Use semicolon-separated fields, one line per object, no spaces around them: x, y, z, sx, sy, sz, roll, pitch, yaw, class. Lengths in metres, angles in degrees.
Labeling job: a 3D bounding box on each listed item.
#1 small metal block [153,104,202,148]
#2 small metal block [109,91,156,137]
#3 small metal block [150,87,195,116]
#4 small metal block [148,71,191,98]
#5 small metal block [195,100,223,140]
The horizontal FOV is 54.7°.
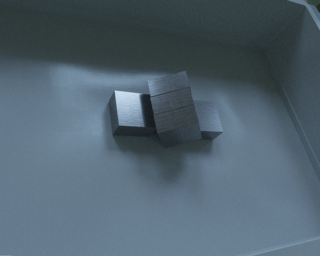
0.024;-0.001;0.389;0.050;0.050;0.025;-15;64;5;small metal block
-0.035;-0.018;0.397;0.050;0.025;0.050;4;60;-27;small metal block
0.019;-0.023;0.401;0.050;0.050;0.025;-15;64;5;small metal block
0.016;-0.046;0.412;0.050;0.050;0.025;-14;63;5;small metal block
0.057;-0.012;0.444;0.050;0.025;0.050;3;60;-27;small metal block
